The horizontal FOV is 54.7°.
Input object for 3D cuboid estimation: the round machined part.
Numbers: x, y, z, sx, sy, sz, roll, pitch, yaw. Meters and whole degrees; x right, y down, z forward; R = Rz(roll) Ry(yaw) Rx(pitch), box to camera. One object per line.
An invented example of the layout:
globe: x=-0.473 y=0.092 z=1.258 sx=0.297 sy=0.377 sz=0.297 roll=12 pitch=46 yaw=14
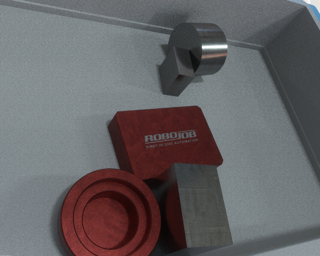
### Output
round machined part: x=-0.052 y=0.094 z=0.310 sx=0.099 sy=0.042 sz=0.098 roll=13 pitch=57 yaw=-21

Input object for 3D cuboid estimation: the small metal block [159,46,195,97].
small metal block: x=0.023 y=-0.082 z=0.454 sx=0.025 sy=0.050 sz=0.050 roll=6 pitch=59 yaw=-26

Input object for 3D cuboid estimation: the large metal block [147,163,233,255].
large metal block: x=0.025 y=0.091 z=0.330 sx=0.050 sy=0.080 sz=0.080 roll=7 pitch=59 yaw=-25

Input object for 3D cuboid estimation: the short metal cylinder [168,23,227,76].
short metal cylinder: x=0.056 y=-0.120 z=0.476 sx=0.050 sy=0.080 sz=0.080 roll=-12 pitch=68 yaw=-33

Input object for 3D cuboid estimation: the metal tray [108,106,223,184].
metal tray: x=0.009 y=0.020 z=0.397 sx=0.131 sy=0.030 sz=0.090 roll=-6 pitch=65 yaw=-31
